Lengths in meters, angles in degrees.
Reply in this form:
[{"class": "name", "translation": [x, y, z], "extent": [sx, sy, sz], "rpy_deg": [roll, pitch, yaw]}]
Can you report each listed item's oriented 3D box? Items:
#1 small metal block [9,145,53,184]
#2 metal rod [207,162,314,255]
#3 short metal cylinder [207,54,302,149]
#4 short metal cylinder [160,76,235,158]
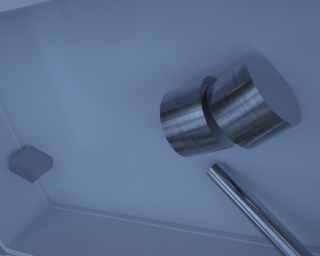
[{"class": "small metal block", "translation": [-0.228, 0.064, 0.549], "extent": [0.050, 0.050, 0.025], "rpy_deg": [26, 127, 12]}, {"class": "metal rod", "translation": [0.158, 0.148, 0.330], "extent": [0.300, 0.025, 0.025], "rpy_deg": [47, 135, 31]}, {"class": "short metal cylinder", "translation": [0.093, -0.026, 0.308], "extent": [0.080, 0.080, 0.050], "rpy_deg": [48, 129, -6]}, {"class": "short metal cylinder", "translation": [0.045, -0.011, 0.342], "extent": [0.050, 0.080, 0.080], "rpy_deg": [-18, 109, 35]}]
